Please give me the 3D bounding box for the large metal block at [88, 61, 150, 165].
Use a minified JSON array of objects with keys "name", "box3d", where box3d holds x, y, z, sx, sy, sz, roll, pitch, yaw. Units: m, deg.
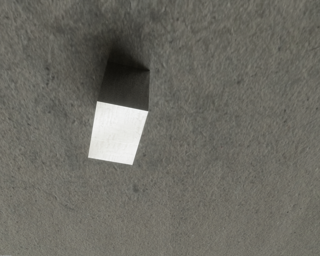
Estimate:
[{"name":"large metal block","box3d":[-0.046,-0.017,0.356,0.050,0.080,0.079,11,129,-10]}]
